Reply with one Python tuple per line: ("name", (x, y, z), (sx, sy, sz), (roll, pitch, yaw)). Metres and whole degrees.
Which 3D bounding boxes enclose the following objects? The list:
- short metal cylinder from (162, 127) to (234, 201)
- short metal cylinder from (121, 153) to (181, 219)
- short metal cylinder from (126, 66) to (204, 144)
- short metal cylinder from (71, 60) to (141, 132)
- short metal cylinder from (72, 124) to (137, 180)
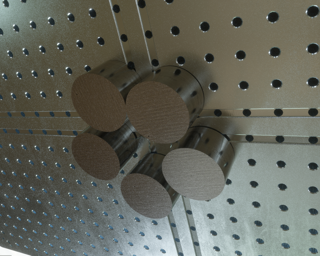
("short metal cylinder", (0.049, 0.045, 0.396), (0.080, 0.050, 0.079), (13, 125, 20))
("short metal cylinder", (-0.009, 0.084, 0.451), (0.080, 0.050, 0.079), (14, 124, 21))
("short metal cylinder", (0.006, -0.028, 0.373), (0.080, 0.050, 0.079), (13, 124, 21))
("short metal cylinder", (-0.067, -0.042, 0.404), (0.080, 0.050, 0.079), (13, 124, 20))
("short metal cylinder", (-0.081, 0.030, 0.456), (0.080, 0.050, 0.079), (13, 124, 20))
